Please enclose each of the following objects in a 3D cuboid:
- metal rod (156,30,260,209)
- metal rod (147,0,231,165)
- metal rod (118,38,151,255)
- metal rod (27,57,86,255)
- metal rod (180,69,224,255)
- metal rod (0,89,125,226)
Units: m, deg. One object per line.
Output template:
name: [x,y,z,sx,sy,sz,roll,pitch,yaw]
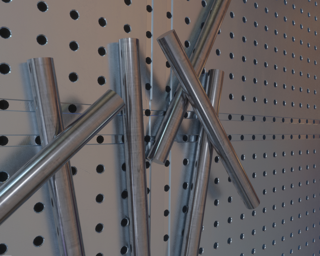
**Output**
metal rod: [0.077,0.003,0.438,0.025,0.025,0.299,-46,117,-30]
metal rod: [0.051,-0.088,0.449,0.025,0.025,0.300,36,68,-34]
metal rod: [-0.030,0.043,0.382,0.025,0.025,0.298,-5,93,-40]
metal rod: [-0.100,0.079,0.324,0.025,0.025,0.298,-13,98,-39]
metal rod: [0.063,0.059,0.460,0.025,0.025,0.299,16,80,-39]
metal rod: [-0.141,0.071,0.267,0.301,0.025,0.025,-47,118,-22]
